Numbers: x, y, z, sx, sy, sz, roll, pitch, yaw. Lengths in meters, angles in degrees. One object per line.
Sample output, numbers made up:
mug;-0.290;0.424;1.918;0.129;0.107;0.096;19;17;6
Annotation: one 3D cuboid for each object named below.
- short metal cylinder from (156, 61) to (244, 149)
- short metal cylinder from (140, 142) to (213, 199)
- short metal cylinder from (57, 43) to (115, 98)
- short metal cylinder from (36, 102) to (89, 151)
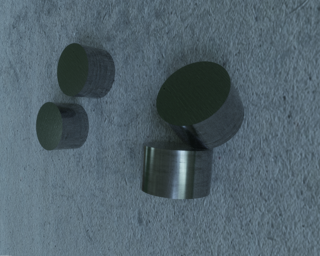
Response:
short metal cylinder;0.043;-0.024;0.331;0.080;0.050;0.080;-16;52;22
short metal cylinder;0.019;0.045;0.354;0.080;0.081;0.050;6;94;40
short metal cylinder;-0.116;-0.088;0.485;0.080;0.050;0.080;0;90;40
short metal cylinder;-0.166;-0.003;0.526;0.080;0.050;0.080;0;90;40
